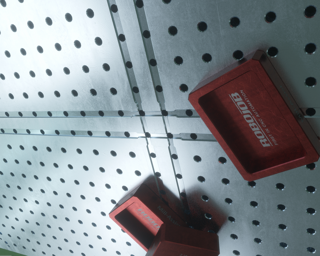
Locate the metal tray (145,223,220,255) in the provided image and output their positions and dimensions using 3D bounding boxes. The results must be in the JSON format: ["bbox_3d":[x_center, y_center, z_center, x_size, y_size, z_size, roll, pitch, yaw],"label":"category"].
[{"bbox_3d":[0.029,0.206,0.495,0.091,0.030,0.129,14,130,-7],"label":"metal tray"}]

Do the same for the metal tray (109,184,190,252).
[{"bbox_3d":[-0.012,0.163,0.512,0.130,0.030,0.090,44,129,-3],"label":"metal tray"}]

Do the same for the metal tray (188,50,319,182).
[{"bbox_3d":[0.104,-0.008,0.347,0.090,0.030,0.130,-28,103,37],"label":"metal tray"}]
